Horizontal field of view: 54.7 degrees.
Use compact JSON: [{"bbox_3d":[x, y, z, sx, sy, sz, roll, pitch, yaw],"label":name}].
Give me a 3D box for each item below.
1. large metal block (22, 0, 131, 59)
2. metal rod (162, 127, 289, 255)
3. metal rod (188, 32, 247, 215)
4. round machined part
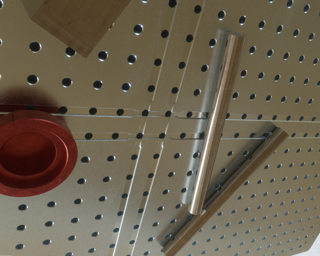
[{"bbox_3d":[-0.069,-0.117,0.266,0.050,0.080,0.080,34,99,-39],"label":"large metal block"},{"bbox_3d":[0.113,0.117,0.548,0.300,0.025,0.025,-48,129,5],"label":"metal rod"},{"bbox_3d":[0.079,0.011,0.462,0.025,0.025,0.298,-7,122,-26],"label":"metal rod"},{"bbox_3d":[-0.144,0.024,0.337,0.099,0.042,0.097,-14,125,-21],"label":"round machined part"}]
